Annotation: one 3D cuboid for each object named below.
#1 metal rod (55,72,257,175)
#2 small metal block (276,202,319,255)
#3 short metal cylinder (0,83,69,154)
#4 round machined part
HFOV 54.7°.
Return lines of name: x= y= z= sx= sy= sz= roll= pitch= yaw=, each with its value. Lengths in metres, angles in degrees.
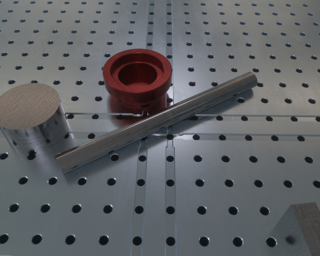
metal rod: x=0.009 y=-0.015 z=0.419 sx=0.302 sy=0.025 sz=0.025 roll=-24 pitch=54 yaw=-20
small metal block: x=0.141 y=0.108 z=0.302 sx=0.025 sy=0.050 sz=0.050 roll=-5 pitch=50 yaw=-4
short metal cylinder: x=-0.165 y=-0.013 z=0.401 sx=0.081 sy=0.050 sz=0.080 roll=0 pitch=50 yaw=0
round machined part: x=-0.032 y=-0.071 z=0.456 sx=0.099 sy=0.042 sz=0.098 roll=0 pitch=50 yaw=0
